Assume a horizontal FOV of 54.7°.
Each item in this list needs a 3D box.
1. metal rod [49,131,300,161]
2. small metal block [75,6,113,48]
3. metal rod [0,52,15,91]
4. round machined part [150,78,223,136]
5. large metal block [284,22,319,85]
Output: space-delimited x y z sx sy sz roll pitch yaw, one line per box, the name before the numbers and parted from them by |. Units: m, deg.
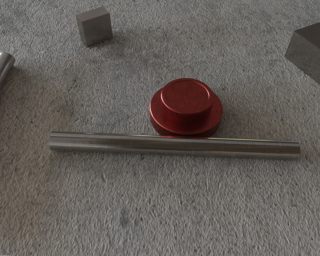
metal rod | 0.017 0.022 0.384 0.302 0.025 0.025 2 50 1
small metal block | -0.111 -0.173 0.531 0.050 0.050 0.025 -27 55 -21
metal rod | -0.247 0.004 0.396 0.025 0.025 0.300 1 50 1
round machined part | 0.035 -0.030 0.418 0.099 0.042 0.098 0 50 0
large metal block | 0.265 -0.124 0.494 0.081 0.050 0.080 -22 54 -18
